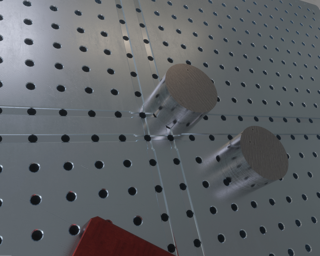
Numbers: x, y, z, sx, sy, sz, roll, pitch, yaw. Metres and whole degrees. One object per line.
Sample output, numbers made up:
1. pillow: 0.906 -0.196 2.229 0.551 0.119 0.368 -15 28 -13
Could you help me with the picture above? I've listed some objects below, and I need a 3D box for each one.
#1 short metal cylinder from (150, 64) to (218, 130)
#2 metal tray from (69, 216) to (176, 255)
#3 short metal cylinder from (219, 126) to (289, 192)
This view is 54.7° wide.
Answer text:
1. short metal cylinder: 0.033 -0.043 0.437 0.081 0.050 0.080 14 56 -21
2. metal tray: -0.029 0.155 0.295 0.130 0.030 0.090 30 52 -9
3. short metal cylinder: 0.131 0.044 0.436 0.081 0.050 0.080 14 56 -21
